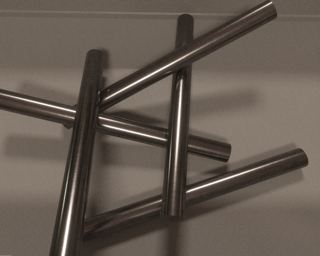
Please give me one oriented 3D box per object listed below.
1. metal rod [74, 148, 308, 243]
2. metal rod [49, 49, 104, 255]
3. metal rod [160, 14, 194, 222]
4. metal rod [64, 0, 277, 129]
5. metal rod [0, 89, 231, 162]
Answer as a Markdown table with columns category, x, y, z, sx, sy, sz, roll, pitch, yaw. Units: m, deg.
| category | x | y | z | sx | sy | sz | roll | pitch | yaw |
| --- | --- | --- | --- | --- | --- | --- | --- | --- | --- |
| metal rod | 0.039 | 0.082 | 0.380 | 0.302 | 0.025 | 0.025 | -17 | 71 | -7 |
| metal rod | -0.083 | 0.014 | 0.332 | 0.025 | 0.025 | 0.300 | -2 | 49 | -1 |
| metal rod | 0.026 | -0.035 | 0.395 | 0.025 | 0.025 | 0.300 | 5 | 60 | 1 |
| metal rod | 0.006 | -0.078 | 0.398 | 0.301 | 0.025 | 0.025 | -27 | 72 | 5 |
| metal rod | -0.059 | -0.003 | 0.389 | 0.302 | 0.025 | 0.025 | 13 | 70 | -4 |
